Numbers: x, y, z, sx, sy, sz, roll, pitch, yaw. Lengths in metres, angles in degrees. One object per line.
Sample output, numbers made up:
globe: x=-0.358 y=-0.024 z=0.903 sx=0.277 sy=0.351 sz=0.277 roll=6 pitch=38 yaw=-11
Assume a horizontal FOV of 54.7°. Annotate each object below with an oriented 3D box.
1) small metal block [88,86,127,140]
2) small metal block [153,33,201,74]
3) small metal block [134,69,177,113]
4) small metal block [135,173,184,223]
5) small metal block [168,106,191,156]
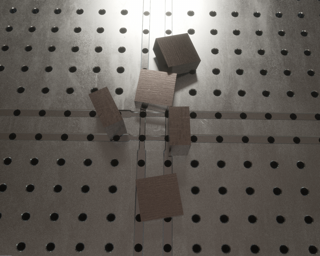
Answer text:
small metal block: x=-0.067 y=-0.018 z=0.404 sx=0.025 sy=0.050 sz=0.050 roll=-25 pitch=72 yaw=-9
small metal block: x=0.023 y=-0.105 z=0.445 sx=0.050 sy=0.025 sz=0.050 roll=-15 pitch=70 yaw=-18
small metal block: x=-0.005 y=-0.051 z=0.430 sx=0.050 sy=0.025 sz=0.050 roll=8 pitch=70 yaw=2
small metal block: x=-0.001 y=0.086 z=0.380 sx=0.050 sy=0.025 sz=0.050 roll=-9 pitch=70 yaw=-4
small metal block: x=0.024 y=0.005 z=0.397 sx=0.025 sy=0.050 sz=0.050 roll=-1 pitch=70 yaw=-1
